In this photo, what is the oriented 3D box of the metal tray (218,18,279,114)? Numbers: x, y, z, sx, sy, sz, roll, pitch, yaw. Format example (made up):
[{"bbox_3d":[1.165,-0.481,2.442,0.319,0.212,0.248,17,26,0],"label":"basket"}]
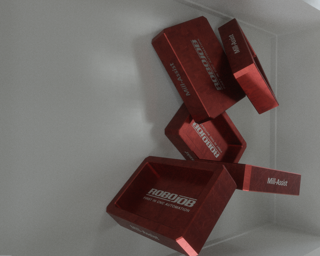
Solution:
[{"bbox_3d":[0.130,-0.094,0.462,0.090,0.030,0.130,44,30,-37],"label":"metal tray"}]

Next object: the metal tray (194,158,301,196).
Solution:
[{"bbox_3d":[0.119,0.067,0.424,0.131,0.090,0.030,14,82,-39],"label":"metal tray"}]

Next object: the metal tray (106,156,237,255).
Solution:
[{"bbox_3d":[0.008,0.078,0.345,0.090,0.130,0.030,-51,120,-28],"label":"metal tray"}]

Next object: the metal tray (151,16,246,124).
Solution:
[{"bbox_3d":[0.057,-0.081,0.427,0.091,0.030,0.130,-32,95,-37],"label":"metal tray"}]

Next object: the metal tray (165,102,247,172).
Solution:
[{"bbox_3d":[0.073,0.016,0.464,0.130,0.030,0.090,50,61,-28],"label":"metal tray"}]
